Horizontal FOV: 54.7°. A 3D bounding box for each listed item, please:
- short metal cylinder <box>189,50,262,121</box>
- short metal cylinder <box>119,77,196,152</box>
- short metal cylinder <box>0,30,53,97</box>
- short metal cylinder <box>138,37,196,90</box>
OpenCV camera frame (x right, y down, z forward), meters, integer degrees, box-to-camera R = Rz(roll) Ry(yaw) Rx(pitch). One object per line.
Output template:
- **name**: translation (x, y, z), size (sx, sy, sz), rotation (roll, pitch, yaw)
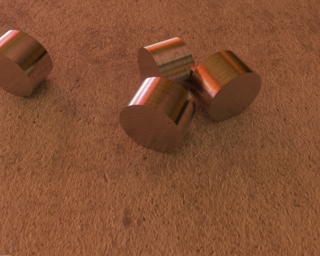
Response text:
- **short metal cylinder**: translation (0.087, -0.056, 0.415), size (0.081, 0.080, 0.050), rotation (-21, 53, -17)
- **short metal cylinder**: translation (-0.002, -0.015, 0.380), size (0.080, 0.080, 0.050), rotation (18, 52, 14)
- **short metal cylinder**: translation (-0.203, -0.091, 0.443), size (0.080, 0.080, 0.050), rotation (16, 52, 13)
- **short metal cylinder**: translation (0.009, -0.081, 0.436), size (0.050, 0.080, 0.080), rotation (-23, 54, -18)
